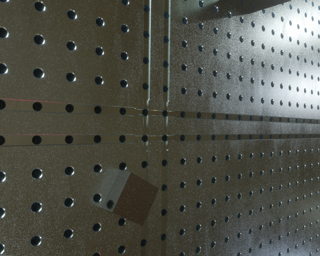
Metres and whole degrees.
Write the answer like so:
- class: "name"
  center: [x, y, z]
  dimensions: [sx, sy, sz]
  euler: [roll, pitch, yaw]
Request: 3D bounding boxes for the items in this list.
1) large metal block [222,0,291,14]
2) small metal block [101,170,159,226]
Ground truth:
- class: "large metal block"
  center: [0.158, -0.234, 0.508]
  dimensions: [0.081, 0.080, 0.050]
  euler: [4, 87, -40]
- class: "small metal block"
  center: [-0.036, 0.086, 0.381]
  dimensions: [0.050, 0.025, 0.050]
  euler: [37, 67, -34]
